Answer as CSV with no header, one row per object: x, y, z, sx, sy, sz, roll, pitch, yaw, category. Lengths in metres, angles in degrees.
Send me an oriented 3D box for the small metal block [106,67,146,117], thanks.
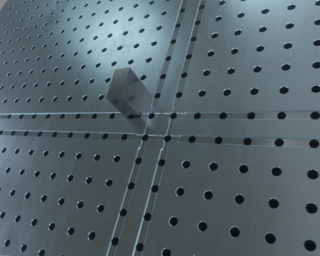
-0.048,-0.051,0.450,0.025,0.050,0.050,-3,61,27,small metal block
